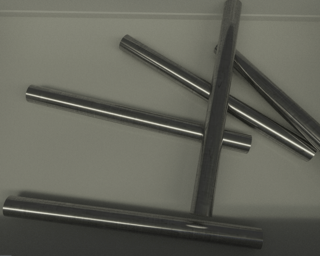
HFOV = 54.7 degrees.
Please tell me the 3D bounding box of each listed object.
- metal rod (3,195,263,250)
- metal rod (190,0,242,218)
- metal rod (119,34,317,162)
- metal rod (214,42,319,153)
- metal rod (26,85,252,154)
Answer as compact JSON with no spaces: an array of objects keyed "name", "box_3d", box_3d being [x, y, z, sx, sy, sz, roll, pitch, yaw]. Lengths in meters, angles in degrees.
[{"name":"metal rod","box_3d":[-0.033,0.112,0.368,0.302,0.025,0.025,7,70,2]},{"name":"metal rod","box_3d":[0.076,-0.040,0.397,0.025,0.025,0.299,11,70,3]},{"name":"metal rod","box_3d":[0.072,-0.046,0.427,0.301,0.025,0.025,33,73,11]},{"name":"metal rod","box_3d":[0.177,-0.013,0.397,0.025,0.025,0.300,-34,67,-12]},{"name":"metal rod","box_3d":[-0.031,-0.013,0.413,0.302,0.025,0.025,13,71,4]}]
